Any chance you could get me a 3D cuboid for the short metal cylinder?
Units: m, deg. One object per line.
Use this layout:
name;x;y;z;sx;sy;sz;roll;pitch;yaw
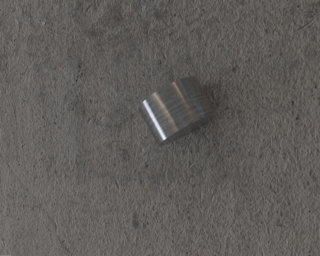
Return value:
short metal cylinder;0.022;-0.019;0.372;0.080;0.080;0.050;-31;80;17
